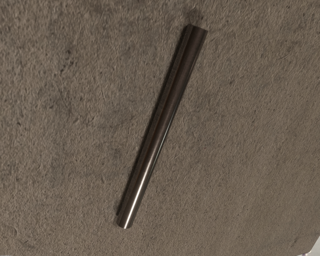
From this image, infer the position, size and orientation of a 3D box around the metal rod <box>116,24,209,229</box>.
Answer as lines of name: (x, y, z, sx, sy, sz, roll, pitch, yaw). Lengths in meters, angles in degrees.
metal rod: (-0.005, 0.013, 0.413, 0.025, 0.025, 0.298, 7, 115, -32)
